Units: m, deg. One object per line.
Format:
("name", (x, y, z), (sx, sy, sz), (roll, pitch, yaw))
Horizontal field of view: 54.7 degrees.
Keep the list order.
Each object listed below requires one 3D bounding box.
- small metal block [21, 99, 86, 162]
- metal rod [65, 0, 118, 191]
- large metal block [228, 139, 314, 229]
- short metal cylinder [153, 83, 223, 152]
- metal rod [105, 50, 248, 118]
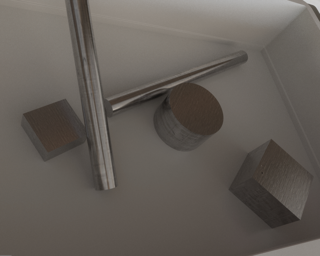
("small metal block", (-0.116, 0.002, 0.343), (0.050, 0.025, 0.050), (-28, 78, -38))
("metal rod", (-0.081, -0.082, 0.336), (0.025, 0.025, 0.298), (-9, 91, -33))
("large metal block", (0.155, 0.076, 0.429), (0.080, 0.050, 0.080), (42, 51, 0))
("short metal cylinder", (0.038, -0.014, 0.421), (0.081, 0.050, 0.080), (14, 56, -21))
("metal rod", (0.042, -0.077, 0.477), (0.302, 0.025, 0.025), (-26, 76, -37))
